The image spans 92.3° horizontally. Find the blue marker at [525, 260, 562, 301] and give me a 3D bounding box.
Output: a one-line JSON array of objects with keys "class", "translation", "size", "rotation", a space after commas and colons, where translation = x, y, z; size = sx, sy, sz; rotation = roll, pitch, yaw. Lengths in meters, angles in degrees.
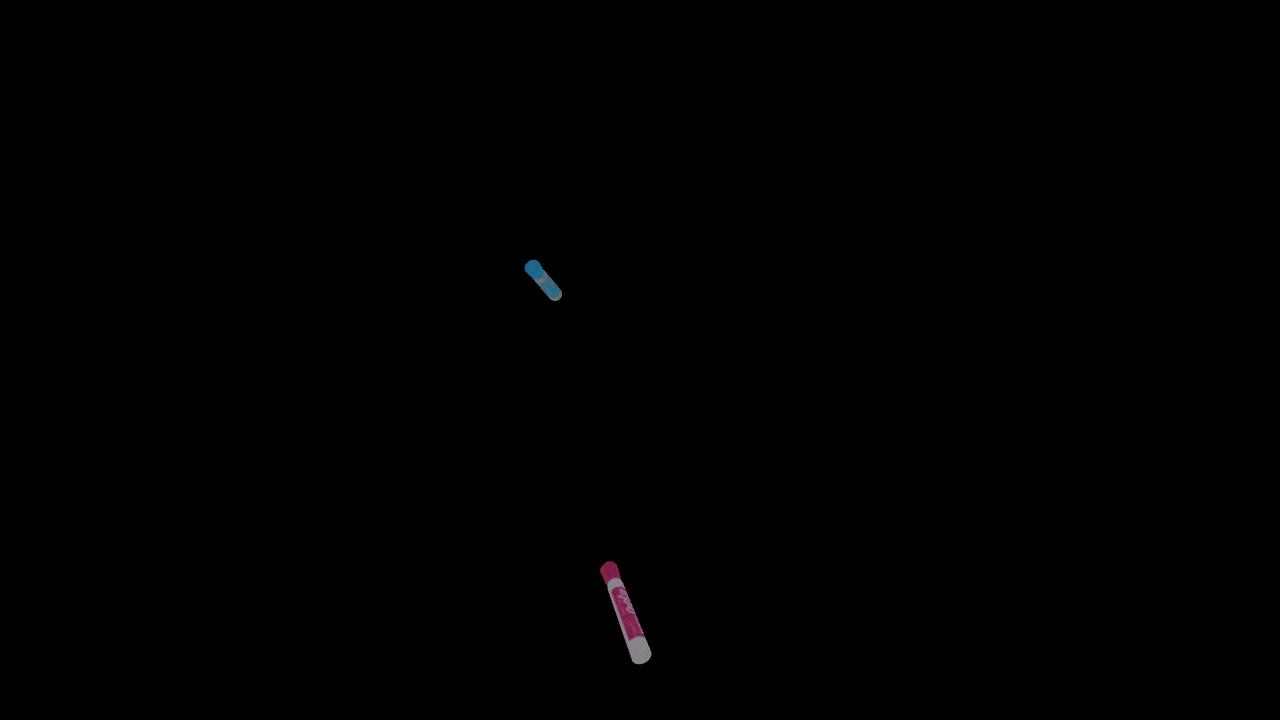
[{"class": "blue marker", "translation": [-0.118, -0.097, 0.756], "size": [0.020, 0.020, 0.121], "rotation": [0, -9, 6]}]

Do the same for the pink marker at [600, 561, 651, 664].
[{"class": "pink marker", "translation": [-0.017, 0.243, 0.605], "size": [0.020, 0.020, 0.121], "rotation": [0, 24, -20]}]
